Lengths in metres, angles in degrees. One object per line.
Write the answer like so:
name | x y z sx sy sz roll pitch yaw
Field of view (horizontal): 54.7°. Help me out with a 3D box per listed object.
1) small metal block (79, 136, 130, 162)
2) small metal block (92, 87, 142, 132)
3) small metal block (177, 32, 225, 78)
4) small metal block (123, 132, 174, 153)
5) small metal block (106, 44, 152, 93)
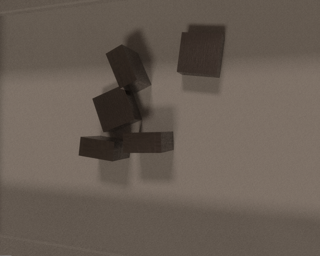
small metal block | -0.074 0.027 0.422 0.050 0.050 0.025 7 93 19
small metal block | -0.059 -0.026 0.430 0.050 0.025 0.050 -21 83 18
small metal block | 0.052 -0.092 0.392 0.050 0.025 0.050 8 93 19
small metal block | -0.014 0.018 0.401 0.050 0.050 0.025 -2 90 19
small metal block | -0.040 -0.077 0.410 0.025 0.050 0.050 -25 82 18
